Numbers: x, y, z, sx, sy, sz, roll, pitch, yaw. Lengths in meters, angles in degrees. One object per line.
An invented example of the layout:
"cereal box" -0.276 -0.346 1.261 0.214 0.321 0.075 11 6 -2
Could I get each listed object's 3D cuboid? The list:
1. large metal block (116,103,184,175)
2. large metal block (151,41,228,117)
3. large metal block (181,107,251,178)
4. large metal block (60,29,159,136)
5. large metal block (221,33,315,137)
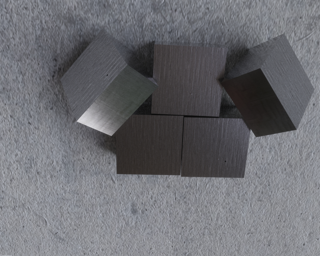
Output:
"large metal block" -0.014 0.013 0.402 0.081 0.050 0.079 1 110 -1
"large metal block" 0.032 -0.061 0.376 0.081 0.050 0.079 3 110 -2
"large metal block" 0.068 0.017 0.403 0.081 0.050 0.079 1 110 -1
"large metal block" -0.061 -0.052 0.354 0.080 0.080 0.050 -45 139 14
"large metal block" 0.128 -0.048 0.359 0.050 0.080 0.080 -17 116 49
